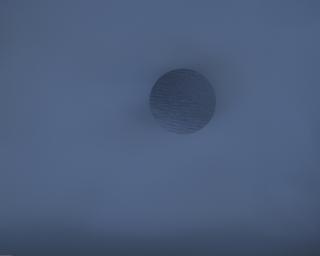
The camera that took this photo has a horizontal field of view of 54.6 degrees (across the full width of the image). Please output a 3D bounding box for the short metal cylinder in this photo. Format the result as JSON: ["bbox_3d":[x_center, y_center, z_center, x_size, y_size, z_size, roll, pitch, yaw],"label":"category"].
[{"bbox_3d":[0.028,-0.032,0.399,0.080,0.050,0.080,0,90,0],"label":"short metal cylinder"}]
